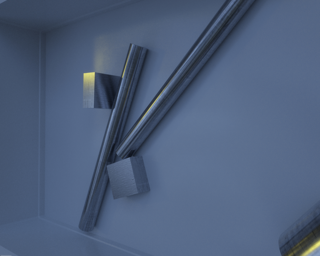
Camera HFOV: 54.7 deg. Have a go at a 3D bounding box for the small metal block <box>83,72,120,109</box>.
[{"bbox_3d":[-0.085,-0.053,0.458,0.025,0.050,0.050,3,92,40],"label":"small metal block"}]

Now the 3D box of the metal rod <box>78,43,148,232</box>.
[{"bbox_3d":[-0.074,0.023,0.465,0.025,0.025,0.298,29,108,36],"label":"metal rod"}]

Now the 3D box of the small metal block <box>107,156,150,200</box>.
[{"bbox_3d":[-0.046,0.071,0.442,0.050,0.025,0.050,-23,76,37],"label":"small metal block"}]

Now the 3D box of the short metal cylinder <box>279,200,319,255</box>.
[{"bbox_3d":[0.146,0.103,0.250,0.080,0.081,0.050,49,119,28],"label":"short metal cylinder"}]

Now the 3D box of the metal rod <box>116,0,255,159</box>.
[{"bbox_3d":[0.030,-0.067,0.380,0.298,0.025,0.025,-51,60,27],"label":"metal rod"}]
